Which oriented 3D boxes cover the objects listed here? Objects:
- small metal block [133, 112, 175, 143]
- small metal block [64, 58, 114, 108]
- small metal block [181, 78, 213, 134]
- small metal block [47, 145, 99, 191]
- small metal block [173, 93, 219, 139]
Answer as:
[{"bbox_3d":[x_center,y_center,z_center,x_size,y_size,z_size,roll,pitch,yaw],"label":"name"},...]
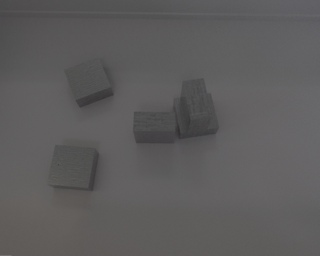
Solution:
[{"bbox_3d":[-0.007,0.000,0.396,0.050,0.050,0.025,1,70,0],"label":"small metal block"},{"bbox_3d":[-0.099,-0.063,0.432,0.050,0.025,0.050,-22,72,-8],"label":"small metal block"},{"bbox_3d":[0.043,-0.025,0.379,0.025,0.050,0.050,-8,70,-3],"label":"small metal block"},{"bbox_3d":[-0.108,0.051,0.390,0.050,0.025,0.050,5,70,1],"label":"small metal block"},{"bbox_3d":[0.047,-0.016,0.416,0.050,0.025,0.050,-8,70,-3],"label":"small metal block"}]
